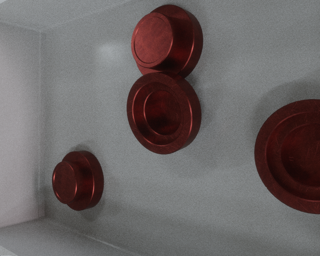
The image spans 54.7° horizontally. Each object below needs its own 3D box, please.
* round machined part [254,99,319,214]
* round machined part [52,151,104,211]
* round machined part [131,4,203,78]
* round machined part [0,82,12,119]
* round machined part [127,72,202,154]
[{"bbox_3d":[0.141,0.024,0.279,0.098,0.042,0.097,0,90,39],"label":"round machined part"},{"bbox_3d":[-0.140,0.087,0.509,0.098,0.042,0.097,0,90,39],"label":"round machined part"},{"bbox_3d":[0.002,-0.107,0.393,0.098,0.042,0.097,0,90,39],"label":"round machined part"},{"bbox_3d":[-0.372,-0.061,0.701,0.098,0.042,0.097,0,90,39],"label":"round machined part"},{"bbox_3d":[0.009,-0.020,0.379,0.098,0.042,0.097,11,108,37],"label":"round machined part"}]
